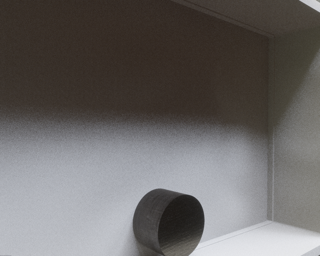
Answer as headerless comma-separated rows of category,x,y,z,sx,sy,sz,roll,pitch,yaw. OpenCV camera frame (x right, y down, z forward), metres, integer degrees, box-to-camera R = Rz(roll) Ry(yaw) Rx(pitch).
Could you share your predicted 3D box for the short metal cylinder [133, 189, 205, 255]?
short metal cylinder,0.012,0.123,0.403,0.081,0.050,0.079,0,90,-40
